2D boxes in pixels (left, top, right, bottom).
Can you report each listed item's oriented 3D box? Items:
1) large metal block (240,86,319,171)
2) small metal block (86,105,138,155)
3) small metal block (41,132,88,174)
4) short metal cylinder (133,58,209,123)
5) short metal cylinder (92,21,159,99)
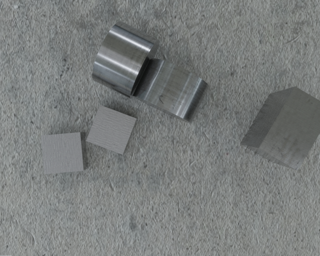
[{"bbox_3d":[0.152,0.000,0.384,0.050,0.080,0.080,30,90,0],"label":"large metal block"},{"bbox_3d":[-0.062,0.002,0.410,0.050,0.025,0.050,21,90,0],"label":"small metal block"},{"bbox_3d":[-0.125,0.032,0.409,0.050,0.025,0.050,-5,90,0],"label":"small metal block"},{"bbox_3d":[0.013,-0.045,0.383,0.080,0.080,0.050,25,90,0],"label":"short metal cylinder"},{"bbox_3d":[-0.041,-0.083,0.382,0.050,0.080,0.080,27,90,0],"label":"short metal cylinder"}]
